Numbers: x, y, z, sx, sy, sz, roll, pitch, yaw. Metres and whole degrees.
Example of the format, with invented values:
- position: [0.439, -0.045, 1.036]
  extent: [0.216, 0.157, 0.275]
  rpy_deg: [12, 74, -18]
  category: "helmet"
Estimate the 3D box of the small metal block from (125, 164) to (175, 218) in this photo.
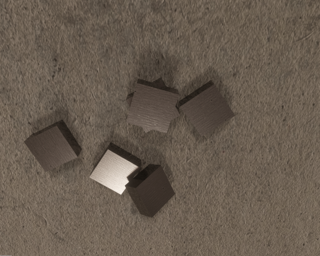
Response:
- position: [-0.013, 0.085, 0.426]
  extent: [0.050, 0.025, 0.050]
  rpy_deg: [-39, 113, -35]
  category: "small metal block"

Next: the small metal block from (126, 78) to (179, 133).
- position: [-0.009, -0.027, 0.373]
  extent: [0.050, 0.025, 0.050]
  rpy_deg: [15, 109, -6]
  category: "small metal block"

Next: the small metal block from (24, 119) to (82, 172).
- position: [-0.143, 0.024, 0.417]
  extent: [0.050, 0.025, 0.050]
  rpy_deg: [-25, 109, 8]
  category: "small metal block"

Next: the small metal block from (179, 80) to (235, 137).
- position: [0.060, -0.026, 0.401]
  extent: [0.050, 0.025, 0.050]
  rpy_deg: [-34, 107, 11]
  category: "small metal block"

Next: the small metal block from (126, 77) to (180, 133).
- position: [-0.008, -0.030, 0.399]
  extent: [0.050, 0.025, 0.050]
  rpy_deg: [-27, 108, 9]
  category: "small metal block"

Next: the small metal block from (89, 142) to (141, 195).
- position: [-0.061, 0.056, 0.430]
  extent: [0.050, 0.025, 0.050]
  rpy_deg: [32, 107, -11]
  category: "small metal block"
